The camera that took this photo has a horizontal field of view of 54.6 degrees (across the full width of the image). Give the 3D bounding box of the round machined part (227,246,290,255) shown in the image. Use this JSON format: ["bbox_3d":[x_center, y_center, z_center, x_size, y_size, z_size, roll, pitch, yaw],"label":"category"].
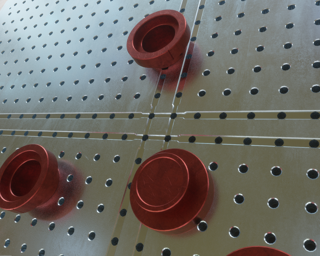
[{"bbox_3d":[0.089,0.153,0.257,0.098,0.042,0.098,-13,56,21],"label":"round machined part"}]

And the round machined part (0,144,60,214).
[{"bbox_3d":[-0.187,0.076,0.451,0.098,0.042,0.098,-13,56,21],"label":"round machined part"}]

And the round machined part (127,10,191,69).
[{"bbox_3d":[0.002,-0.131,0.478,0.098,0.042,0.098,-13,56,21],"label":"round machined part"}]

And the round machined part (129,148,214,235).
[{"bbox_3d":[0.008,0.067,0.353,0.098,0.042,0.098,-13,56,21],"label":"round machined part"}]
